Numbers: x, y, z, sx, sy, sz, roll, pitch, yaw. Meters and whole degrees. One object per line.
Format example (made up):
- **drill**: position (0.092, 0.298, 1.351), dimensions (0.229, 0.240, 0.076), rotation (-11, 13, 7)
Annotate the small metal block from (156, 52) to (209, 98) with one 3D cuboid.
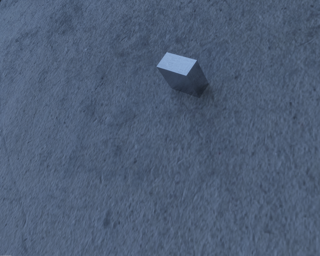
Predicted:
- **small metal block**: position (0.031, -0.071, 0.414), dimensions (0.050, 0.050, 0.025), rotation (25, 75, 36)
